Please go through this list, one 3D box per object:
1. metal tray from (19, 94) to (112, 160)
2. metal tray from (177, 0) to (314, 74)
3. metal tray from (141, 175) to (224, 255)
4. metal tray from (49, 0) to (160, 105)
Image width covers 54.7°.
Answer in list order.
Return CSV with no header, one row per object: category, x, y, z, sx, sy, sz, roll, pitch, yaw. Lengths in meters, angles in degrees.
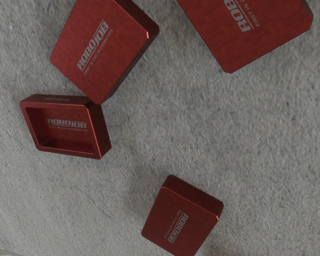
metal tray,-0.145,-0.003,0.475,0.130,0.030,0.089,5,121,25
metal tray,0.068,-0.128,0.288,0.090,0.030,0.130,-28,103,37
metal tray,0.030,0.142,0.474,0.090,0.030,0.129,28,128,10
metal tray,-0.072,-0.100,0.378,0.090,0.030,0.129,43,129,-2
